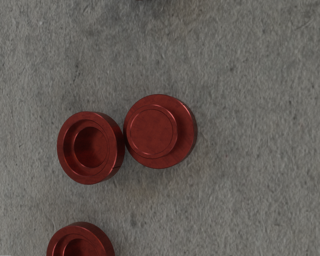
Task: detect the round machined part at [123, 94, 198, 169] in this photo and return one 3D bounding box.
[{"bbox_3d":[-0.004,0.004,0.401,0.098,0.042,0.097,0,90,19],"label":"round machined part"}]

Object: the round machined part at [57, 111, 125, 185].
[{"bbox_3d":[-0.090,0.026,0.427,0.098,0.042,0.097,1,91,24],"label":"round machined part"}]

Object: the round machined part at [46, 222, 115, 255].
[{"bbox_3d":[-0.106,0.181,0.436,0.098,0.042,0.097,0,90,19],"label":"round machined part"}]
